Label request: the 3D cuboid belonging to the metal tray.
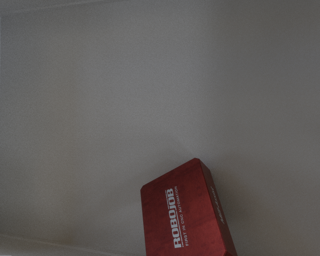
[{"bbox_3d":[0.026,0.107,0.357,0.090,0.030,0.130,-31,38,17],"label":"metal tray"}]
